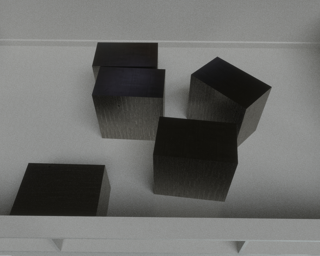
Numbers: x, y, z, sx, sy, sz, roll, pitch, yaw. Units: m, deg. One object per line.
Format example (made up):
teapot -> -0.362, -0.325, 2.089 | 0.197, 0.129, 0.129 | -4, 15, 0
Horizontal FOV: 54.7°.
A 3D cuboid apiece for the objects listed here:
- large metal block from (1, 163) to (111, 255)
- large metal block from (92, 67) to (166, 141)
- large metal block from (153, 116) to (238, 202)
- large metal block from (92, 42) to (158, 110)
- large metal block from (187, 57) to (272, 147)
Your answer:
large metal block -> -0.099, 0.084, 0.317 | 0.080, 0.050, 0.080 | 2, 50, 1
large metal block -> -0.035, -0.029, 0.393 | 0.080, 0.080, 0.050 | 3, 50, 2
large metal block -> 0.036, 0.036, 0.339 | 0.080, 0.080, 0.050 | 5, 50, 4
large metal block -> -0.043, -0.070, 0.427 | 0.080, 0.080, 0.050 | 0, 50, 0
large metal block -> 0.083, -0.030, 0.395 | 0.050, 0.080, 0.080 | -37, 59, -27
